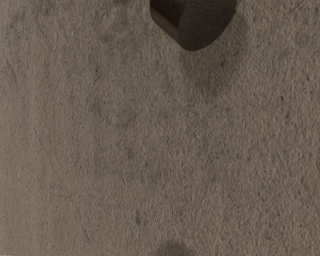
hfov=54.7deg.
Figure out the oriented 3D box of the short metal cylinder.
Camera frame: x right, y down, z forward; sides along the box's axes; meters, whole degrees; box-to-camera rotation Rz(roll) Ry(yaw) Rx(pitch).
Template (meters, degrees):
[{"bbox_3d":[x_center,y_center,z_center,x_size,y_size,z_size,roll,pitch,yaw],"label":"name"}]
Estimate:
[{"bbox_3d":[0.036,-0.132,0.338,0.050,0.081,0.080,50,119,28],"label":"short metal cylinder"}]
